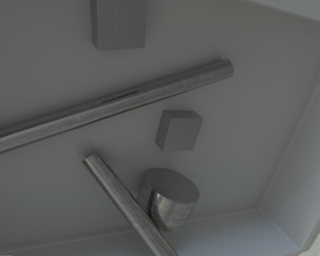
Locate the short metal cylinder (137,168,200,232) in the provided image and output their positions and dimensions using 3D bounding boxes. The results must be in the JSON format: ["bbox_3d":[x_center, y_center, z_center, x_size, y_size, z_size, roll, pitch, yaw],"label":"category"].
[{"bbox_3d":[0.010,0.101,0.443,0.081,0.080,0.050,9,114,-33],"label":"short metal cylinder"}]

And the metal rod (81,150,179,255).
[{"bbox_3d":[-0.001,0.155,0.405,0.025,0.025,0.299,-37,97,-5],"label":"metal rod"}]

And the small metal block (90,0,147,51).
[{"bbox_3d":[-0.043,-0.109,0.319,0.050,0.025,0.050,-10,123,-23],"label":"small metal block"}]

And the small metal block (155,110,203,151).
[{"bbox_3d":[0.026,0.004,0.427,0.050,0.025,0.050,0,119,-29],"label":"small metal block"}]

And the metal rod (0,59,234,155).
[{"bbox_3d":[-0.046,-0.030,0.366,0.302,0.025,0.025,-20,126,-17],"label":"metal rod"}]
